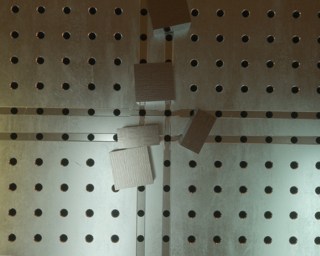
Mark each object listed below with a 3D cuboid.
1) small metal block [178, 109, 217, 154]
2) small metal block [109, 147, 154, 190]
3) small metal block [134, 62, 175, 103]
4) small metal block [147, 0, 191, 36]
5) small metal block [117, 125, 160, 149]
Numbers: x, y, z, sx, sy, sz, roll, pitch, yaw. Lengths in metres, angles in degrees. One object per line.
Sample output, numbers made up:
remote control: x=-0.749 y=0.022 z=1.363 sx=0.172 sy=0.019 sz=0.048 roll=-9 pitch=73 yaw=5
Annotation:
small metal block: x=0.047 y=0.004 z=0.402 sx=0.025 sy=0.050 sz=0.050 roll=27 pitch=90 yaw=0
small metal block: x=-0.037 y=0.052 z=0.413 sx=0.050 sy=0.025 sz=0.050 roll=-10 pitch=90 yaw=-1
small metal block: x=-0.008 y=-0.060 z=0.413 sx=0.050 sy=0.025 sz=0.050 roll=-3 pitch=90 yaw=-1
small metal block: x=0.011 y=-0.157 z=0.413 sx=0.050 sy=0.025 sz=0.050 roll=-12 pitch=90 yaw=-1
small metal block: x=-0.026 y=0.010 z=0.401 sx=0.050 sy=0.050 sz=0.025 roll=-5 pitch=90 yaw=-1
